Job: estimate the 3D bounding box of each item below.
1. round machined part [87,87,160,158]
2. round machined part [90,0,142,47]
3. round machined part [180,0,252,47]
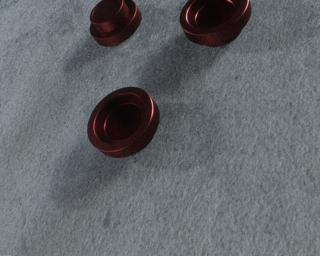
[{"bbox_3d":[-0.045,-0.004,0.417,0.098,0.042,0.098,-13,56,20],"label":"round machined part"},{"bbox_3d":[-0.086,-0.198,0.558,0.098,0.042,0.098,-13,56,20],"label":"round machined part"},{"bbox_3d":[0.082,-0.156,0.445,0.098,0.042,0.098,-13,56,20],"label":"round machined part"}]
